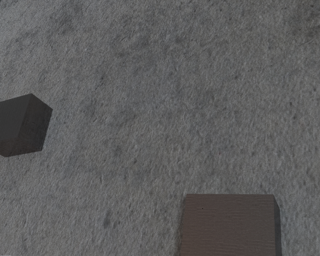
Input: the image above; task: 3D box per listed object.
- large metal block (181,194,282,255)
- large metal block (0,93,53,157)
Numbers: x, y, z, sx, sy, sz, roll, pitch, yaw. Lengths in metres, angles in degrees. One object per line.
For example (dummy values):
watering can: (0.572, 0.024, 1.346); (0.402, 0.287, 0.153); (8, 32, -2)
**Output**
large metal block: (0.067, 0.107, 0.286); (0.080, 0.050, 0.080); (-5, 59, 25)
large metal block: (-0.234, -0.003, 0.509); (0.080, 0.050, 0.080); (-10, 57, 22)
